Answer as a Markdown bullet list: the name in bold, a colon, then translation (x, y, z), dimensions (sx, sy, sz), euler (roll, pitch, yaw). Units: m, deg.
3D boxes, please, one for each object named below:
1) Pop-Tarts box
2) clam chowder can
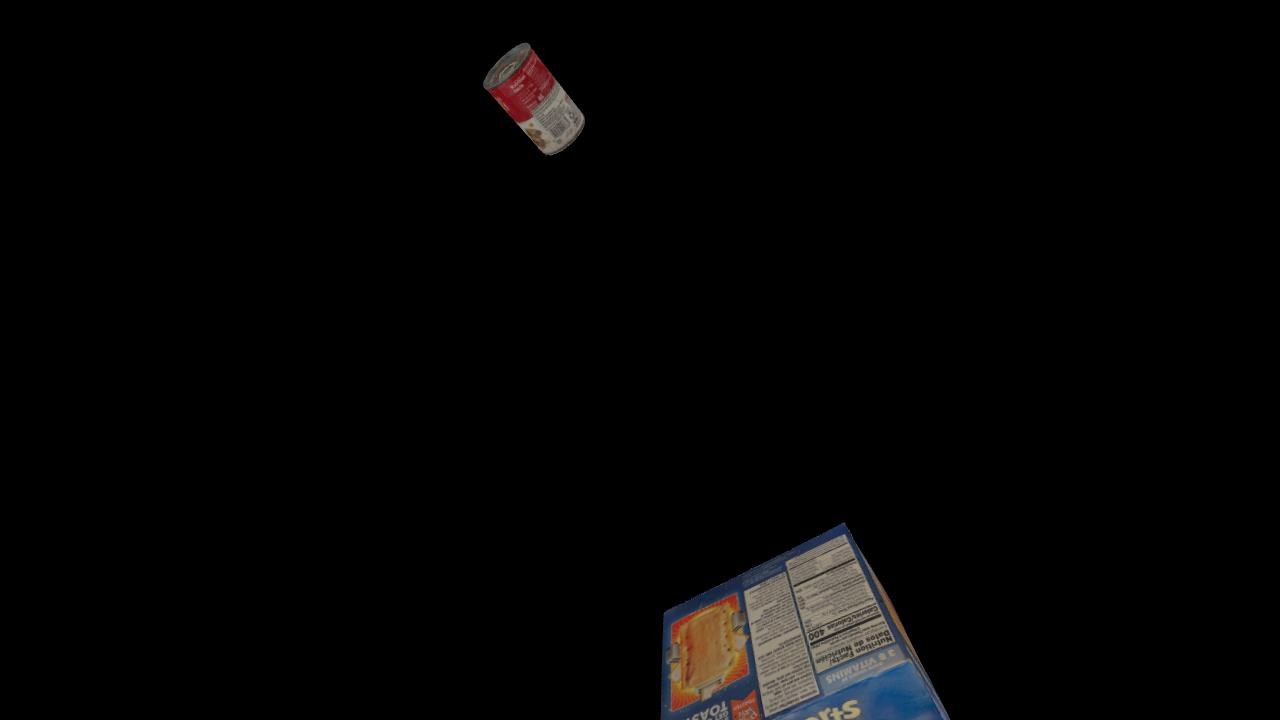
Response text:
- **Pop-Tarts box**: translation (0.105, 0.218, 0.430), dimensions (0.167, 0.083, 0.141), euler (-32, 13, 12)
- **clam chowder can**: translation (-0.118, -0.294, 0.700), dimensions (0.068, 0.068, 0.102), euler (0, -31, 40)
